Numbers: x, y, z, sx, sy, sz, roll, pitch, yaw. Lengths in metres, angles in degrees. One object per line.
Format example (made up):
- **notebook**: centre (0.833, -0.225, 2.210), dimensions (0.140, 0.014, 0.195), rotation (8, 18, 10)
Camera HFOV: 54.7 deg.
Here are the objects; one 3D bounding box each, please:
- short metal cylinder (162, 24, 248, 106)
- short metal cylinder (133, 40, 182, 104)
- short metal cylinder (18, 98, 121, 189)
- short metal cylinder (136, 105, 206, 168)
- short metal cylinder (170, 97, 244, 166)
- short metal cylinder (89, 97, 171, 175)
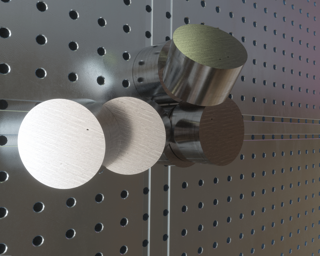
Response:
- **short metal cylinder**: centre (0.047, -0.070, 0.338), dimensions (0.081, 0.080, 0.050), rotation (-30, 152, -36)
- **short metal cylinder**: centre (0.012, -0.071, 0.402), dimensions (0.081, 0.050, 0.079), rotation (0, 90, -40)
- **short metal cylinder**: centre (-0.083, 0.012, 0.295), dimensions (0.050, 0.080, 0.079), rotation (-37, 122, -81)
- **short metal cylinder**: centre (0.016, 0.009, 0.405), dimensions (0.081, 0.050, 0.079), rotation (0, 90, -40)
- **short metal cylinder**: centre (0.056, 0.003, 0.372), dimensions (0.081, 0.050, 0.079), rotation (0, 90, -40)
- **short metal cylinder**: centre (-0.030, 0.006, 0.338), dimensions (0.050, 0.080, 0.079), rotation (-33, 118, -80)
